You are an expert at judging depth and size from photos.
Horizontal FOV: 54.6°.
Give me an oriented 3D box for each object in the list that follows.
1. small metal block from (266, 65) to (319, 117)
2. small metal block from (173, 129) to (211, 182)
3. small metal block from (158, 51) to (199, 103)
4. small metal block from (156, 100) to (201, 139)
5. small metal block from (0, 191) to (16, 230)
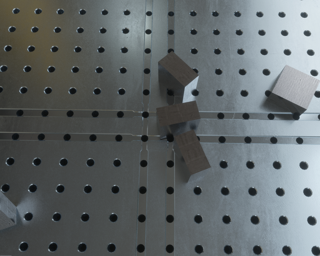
[{"bbox_3d":[0.185,-0.052,0.432,0.050,0.025,0.050,29,72,10],"label":"small metal block"},{"bbox_3d":[0.038,0.036,0.386,0.025,0.050,0.050,-20,71,-7],"label":"small metal block"},{"bbox_3d":[0.024,-0.068,0.424,0.025,0.050,0.050,-41,75,-13],"label":"small metal block"},{"bbox_3d":[0.022,-0.010,0.402,0.050,0.050,0.025,-11,71,-4],"label":"small metal block"},{"bbox_3d":[-0.203,0.099,0.358,0.050,0.050,0.025,-19,47,-7],"label":"small metal block"}]
